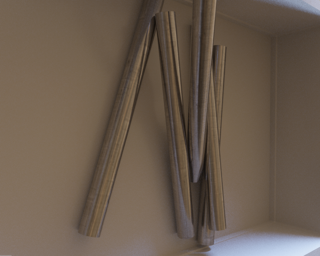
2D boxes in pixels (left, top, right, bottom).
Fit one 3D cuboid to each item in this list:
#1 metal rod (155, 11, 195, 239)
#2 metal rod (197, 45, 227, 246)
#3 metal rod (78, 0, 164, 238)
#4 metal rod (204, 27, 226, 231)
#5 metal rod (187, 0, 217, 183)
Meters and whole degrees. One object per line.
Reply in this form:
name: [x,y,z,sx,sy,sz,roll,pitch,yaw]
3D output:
metal rod: [0.022,0.005,0.407,0.025,0.025,0.298,-16,105,-39]
metal rod: [0.080,0.023,0.472,0.025,0.025,0.298,7,85,-40]
metal rod: [-0.042,-0.025,0.370,0.025,0.025,0.299,23,75,-38]
metal rod: [0.071,-0.006,0.448,0.025,0.025,0.298,-1,86,-40]
metal rod: [0.048,-0.055,0.370,0.025,0.025,0.298,-29,132,-36]
